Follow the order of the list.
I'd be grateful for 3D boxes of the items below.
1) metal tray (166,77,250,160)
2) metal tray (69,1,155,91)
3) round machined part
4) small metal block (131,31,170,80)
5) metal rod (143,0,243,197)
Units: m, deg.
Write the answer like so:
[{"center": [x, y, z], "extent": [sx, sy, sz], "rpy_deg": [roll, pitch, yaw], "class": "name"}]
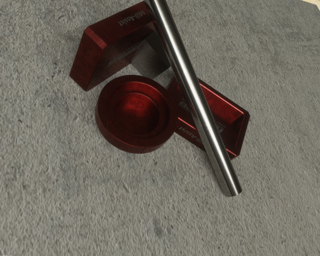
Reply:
[{"center": [0.063, -0.019, 0.449], "extent": [0.130, 0.030, 0.090], "rpy_deg": [33, 51, -7], "class": "metal tray"}, {"center": [-0.052, -0.110, 0.403], "extent": [0.030, 0.090, 0.131], "rpy_deg": [45, 51, 2], "class": "metal tray"}, {"center": [-0.031, -0.013, 0.382], "extent": [0.099, 0.042, 0.098], "rpy_deg": [9, 62, -18], "class": "round machined part"}, {"center": [-0.012, -0.100, 0.439], "extent": [0.050, 0.050, 0.025], "rpy_deg": [49, 52, -13], "class": "small metal block"}, {"center": [0.039, -0.051, 0.390], "extent": [0.025, 0.025, 0.299], "rpy_deg": [-30, 100, -38], "class": "metal rod"}]
